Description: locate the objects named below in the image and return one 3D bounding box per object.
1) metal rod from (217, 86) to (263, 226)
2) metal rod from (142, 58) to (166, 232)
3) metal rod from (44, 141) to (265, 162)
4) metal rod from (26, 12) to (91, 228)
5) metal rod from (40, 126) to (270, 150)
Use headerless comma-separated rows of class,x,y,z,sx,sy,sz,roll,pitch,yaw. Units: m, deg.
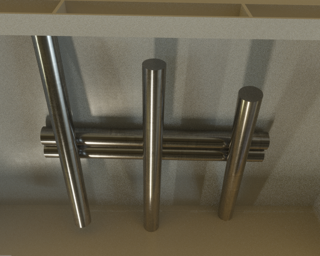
metal rod,0.104,0.063,0.433,0.025,0.025,0.298,-3,139,2
metal rod,-0.010,0.047,0.415,0.025,0.025,0.298,1,131,-1
metal rod,-0.006,0.032,0.435,0.302,0.025,0.025,1,130,-2
metal rod,-0.117,0.014,0.386,0.025,0.025,0.298,-1,122,0
metal rod,-0.005,0.014,0.420,0.302,0.025,0.025,1,130,-2
